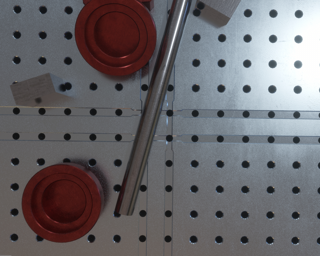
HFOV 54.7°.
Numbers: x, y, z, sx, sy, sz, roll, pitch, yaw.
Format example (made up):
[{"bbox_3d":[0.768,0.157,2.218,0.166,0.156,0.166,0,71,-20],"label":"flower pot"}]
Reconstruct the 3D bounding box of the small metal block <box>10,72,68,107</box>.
[{"bbox_3d":[-0.154,-0.048,0.400,0.050,0.050,0.025,-18,90,0],"label":"small metal block"}]

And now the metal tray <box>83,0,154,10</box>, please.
[{"bbox_3d":[-0.058,-0.223,0.410,0.091,0.030,0.129,-4,90,0],"label":"metal tray"}]

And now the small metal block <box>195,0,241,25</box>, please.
[{"bbox_3d":[0.082,-0.176,0.414,0.050,0.025,0.050,30,90,0],"label":"small metal block"}]

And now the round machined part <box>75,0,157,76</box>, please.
[{"bbox_3d":[-0.053,-0.119,0.392,0.099,0.042,0.097,0,117,0],"label":"round machined part"}]

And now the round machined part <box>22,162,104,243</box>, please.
[{"bbox_3d":[-0.122,0.093,0.404,0.099,0.042,0.097,0,90,0],"label":"round machined part"}]

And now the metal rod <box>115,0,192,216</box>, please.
[{"bbox_3d":[-0.008,-0.032,0.413,0.025,0.025,0.298,16,90,0],"label":"metal rod"}]
